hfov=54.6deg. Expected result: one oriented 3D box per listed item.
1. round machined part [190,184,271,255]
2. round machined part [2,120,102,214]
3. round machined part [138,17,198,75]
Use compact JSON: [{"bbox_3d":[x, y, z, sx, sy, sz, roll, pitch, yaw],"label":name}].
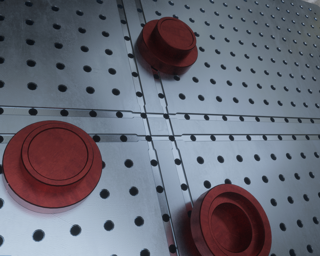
[{"bbox_3d":[0.078,0.119,0.366,0.099,0.042,0.098,13,56,-21],"label":"round machined part"},{"bbox_3d":[-0.107,0.034,0.319,0.099,0.042,0.098,13,56,-21],"label":"round machined part"},{"bbox_3d":[0.018,-0.136,0.489,0.099,0.042,0.098,13,56,-21],"label":"round machined part"}]
